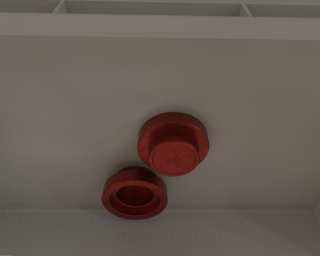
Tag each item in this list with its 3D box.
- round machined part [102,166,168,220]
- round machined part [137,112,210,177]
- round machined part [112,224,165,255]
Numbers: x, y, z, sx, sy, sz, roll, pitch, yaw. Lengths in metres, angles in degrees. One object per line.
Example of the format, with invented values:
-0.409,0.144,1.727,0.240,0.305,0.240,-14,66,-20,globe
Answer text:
-0.038,0.097,0.480,0.099,0.042,0.097,-1,130,0,round machined part
0.018,0.029,0.423,0.099,0.042,0.097,-1,130,0,round machined part
-0.039,0.218,0.586,0.099,0.042,0.097,-1,130,0,round machined part
